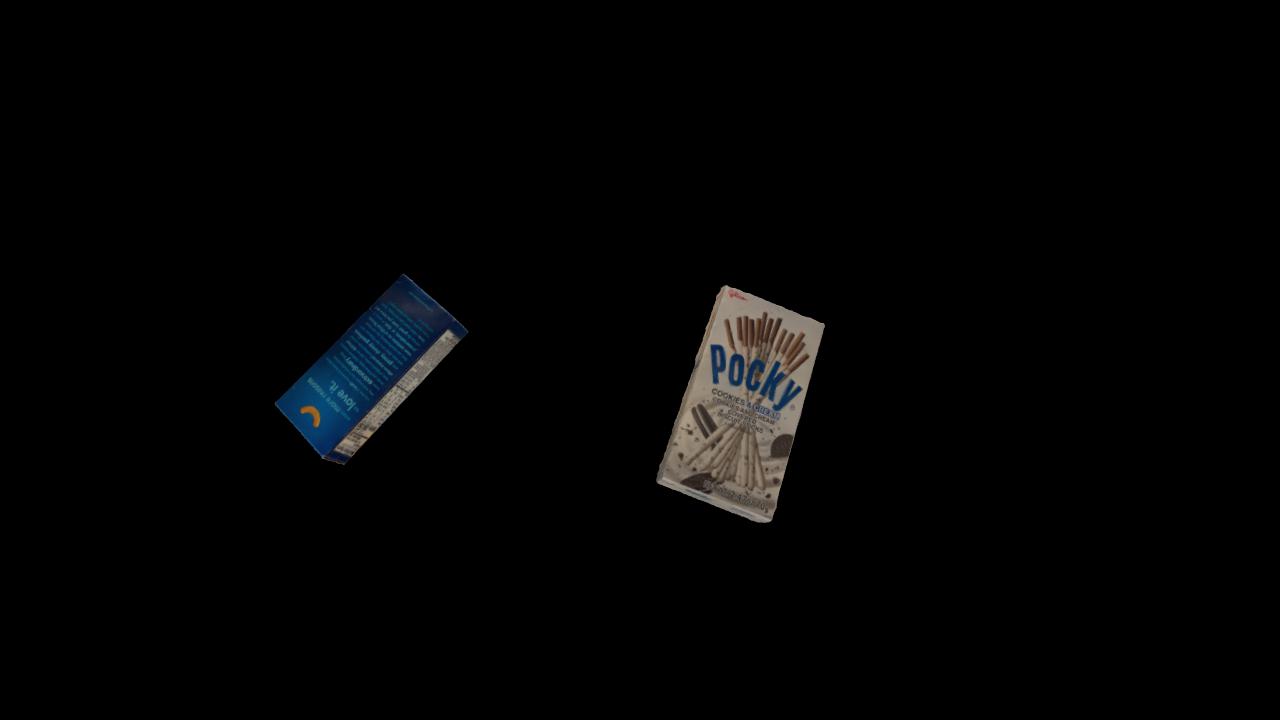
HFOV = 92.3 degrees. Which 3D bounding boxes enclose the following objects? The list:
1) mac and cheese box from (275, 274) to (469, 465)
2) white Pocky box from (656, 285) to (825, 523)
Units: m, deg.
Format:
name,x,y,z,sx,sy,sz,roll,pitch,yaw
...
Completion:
name,x,y,z,sx,sy,sz,roll,pitch,yaw
mac and cheese box,-0.274,0.007,0.635,0.093,0.184,0.041,37,-11,21
white Pocky box,0.074,0.029,0.442,0.084,0.154,0.028,21,-19,-3
